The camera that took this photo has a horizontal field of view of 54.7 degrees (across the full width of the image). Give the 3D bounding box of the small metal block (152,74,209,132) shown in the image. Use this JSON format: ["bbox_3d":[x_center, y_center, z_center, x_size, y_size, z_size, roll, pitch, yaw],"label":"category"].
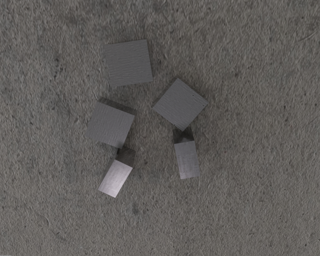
[{"bbox_3d":[0.026,-0.032,0.398,0.050,0.025,0.050,37,106,-13],"label":"small metal block"}]

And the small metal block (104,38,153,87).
[{"bbox_3d":[-0.037,-0.081,0.380,0.050,0.025,0.050,-8,110,3],"label":"small metal block"}]

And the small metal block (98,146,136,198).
[{"bbox_3d":[-0.057,0.056,0.416,0.025,0.050,0.050,28,108,-10],"label":"small metal block"}]

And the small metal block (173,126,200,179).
[{"bbox_3d":[0.034,0.032,0.408,0.025,0.050,0.050,-10,110,4],"label":"small metal block"}]

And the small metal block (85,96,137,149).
[{"bbox_3d":[-0.064,-0.007,0.406,0.050,0.025,0.050,21,109,-8],"label":"small metal block"}]
